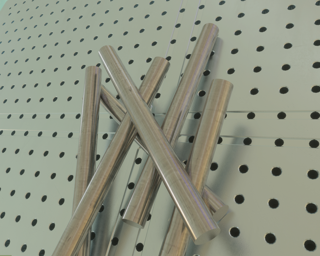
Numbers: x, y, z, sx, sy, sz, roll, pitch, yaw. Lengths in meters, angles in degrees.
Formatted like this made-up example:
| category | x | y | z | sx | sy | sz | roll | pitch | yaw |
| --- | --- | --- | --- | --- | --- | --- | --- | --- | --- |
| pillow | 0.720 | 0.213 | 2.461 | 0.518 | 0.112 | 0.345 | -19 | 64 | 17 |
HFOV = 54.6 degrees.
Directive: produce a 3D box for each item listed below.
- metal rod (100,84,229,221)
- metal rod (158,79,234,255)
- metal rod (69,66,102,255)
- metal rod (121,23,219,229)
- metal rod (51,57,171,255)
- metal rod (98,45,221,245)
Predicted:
| category | x | y | z | sx | sy | sz | roll | pitch | yaw |
| --- | --- | --- | --- | --- | --- | --- | --- | --- | --- |
| metal rod | -0.024 | 0.010 | 0.415 | 0.025 | 0.025 | 0.300 | -45 | 51 | -3 |
| metal rod | 0.024 | 0.090 | 0.313 | 0.025 | 0.025 | 0.299 | 10 | 75 | 32 |
| metal rod | -0.098 | 0.046 | 0.414 | 0.025 | 0.025 | 0.299 | -13 | 62 | 21 |
| metal rod | 0.024 | -0.024 | 0.388 | 0.025 | 0.025 | 0.300 | 5 | 57 | 30 |
| metal rod | -0.057 | 0.036 | 0.382 | 0.025 | 0.025 | 0.300 | 12 | 66 | 33 |
| metal rod | -0.018 | -0.008 | 0.357 | 0.025 | 0.025 | 0.300 | -35 | 51 | 5 |
